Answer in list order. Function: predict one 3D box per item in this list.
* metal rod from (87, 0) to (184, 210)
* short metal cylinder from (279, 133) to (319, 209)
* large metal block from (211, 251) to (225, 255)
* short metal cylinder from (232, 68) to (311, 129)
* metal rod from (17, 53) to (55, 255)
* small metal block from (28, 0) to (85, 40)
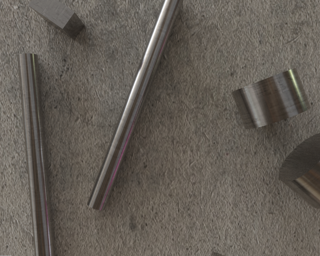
[{"bbox_3d":[-0.032,-0.036,0.409,0.025,0.025,0.299,21,90,0],"label":"metal rod"},{"bbox_3d":[0.197,0.052,0.384,0.050,0.080,0.080,41,90,0],"label":"short metal cylinder"},{"bbox_3d":[0.095,0.220,0.399,0.080,0.050,0.080,22,90,0],"label":"large metal block"},{"bbox_3d":[0.136,-0.035,0.384,0.080,0.080,0.050,-21,90,0],"label":"short metal cylinder"},{"bbox_3d":[-0.161,0.053,0.408,0.025,0.025,0.298,-5,90,0],"label":"metal rod"},{"bbox_3d":[-0.130,-0.143,0.396,0.050,0.050,0.025,35,90,0],"label":"small metal block"}]
